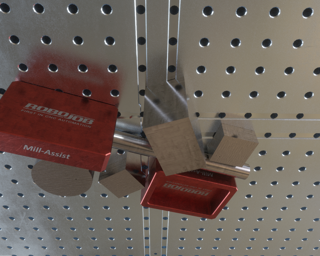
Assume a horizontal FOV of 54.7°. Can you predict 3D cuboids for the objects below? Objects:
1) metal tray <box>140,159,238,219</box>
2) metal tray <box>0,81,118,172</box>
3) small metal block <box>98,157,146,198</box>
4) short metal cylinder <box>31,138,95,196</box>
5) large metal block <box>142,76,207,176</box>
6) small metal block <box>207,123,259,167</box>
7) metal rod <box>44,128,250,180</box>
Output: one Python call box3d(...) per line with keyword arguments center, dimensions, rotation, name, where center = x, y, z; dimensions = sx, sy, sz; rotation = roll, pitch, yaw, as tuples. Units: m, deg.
box3d(center=(0.044, 0.098, 0.491), dimensions=(0.131, 0.030, 0.089), rotation=(14, 129, -12), name="metal tray")
box3d(center=(-0.120, -0.004, 0.363), dimensions=(0.131, 0.090, 0.030), rotation=(14, 129, -12), name="metal tray")
box3d(center=(-0.058, 0.077, 0.478), dimensions=(0.050, 0.025, 0.050), rotation=(-26, 126, 20), name="small metal block")
box3d(center=(-0.132, 0.052, 0.437), dimensions=(0.081, 0.050, 0.079), rotation=(0, 130, 0), name="short metal cylinder")
box3d(center=(0.018, -0.002, 0.375), dimensions=(0.050, 0.080, 0.080), rotation=(-14, 129, 12), name="large metal block")
box3d(center=(0.101, 0.025, 0.433), dimensions=(0.050, 0.025, 0.050), rotation=(13, 129, -11), name="small metal block")
box3d(center=(-0.013, 0.028, 0.435), dimensions=(0.302, 0.025, 0.025), rotation=(15, 129, -13), name="metal rod")
